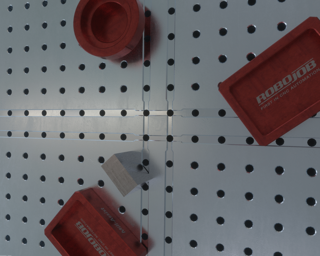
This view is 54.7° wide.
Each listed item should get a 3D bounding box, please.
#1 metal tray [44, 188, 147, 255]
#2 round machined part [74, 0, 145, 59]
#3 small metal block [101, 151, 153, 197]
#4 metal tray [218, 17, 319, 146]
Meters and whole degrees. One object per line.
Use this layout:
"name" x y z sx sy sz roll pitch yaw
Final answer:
"metal tray" -0.094 0.162 0.442 0.130 0.030 0.090 43 103 14
"round machined part" -0.065 -0.142 0.427 0.098 0.042 0.097 0 90 20
"small metal block" -0.043 0.060 0.415 0.025 0.050 0.050 -43 77 15
"metal tray" 0.146 -0.050 0.357 0.130 0.030 0.090 -37 78 16
